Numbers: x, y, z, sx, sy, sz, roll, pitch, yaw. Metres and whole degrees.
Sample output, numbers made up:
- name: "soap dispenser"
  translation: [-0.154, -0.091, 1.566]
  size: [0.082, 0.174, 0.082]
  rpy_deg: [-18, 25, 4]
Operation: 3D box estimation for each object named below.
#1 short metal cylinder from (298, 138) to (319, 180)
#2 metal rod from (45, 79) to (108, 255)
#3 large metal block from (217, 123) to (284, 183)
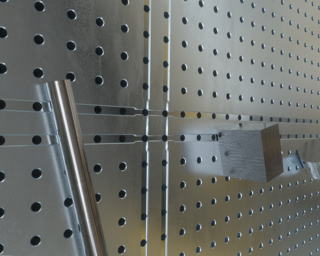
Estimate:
- name: "short metal cylinder"
  translation: [0.350, 0.066, 0.671]
  size: [0.080, 0.080, 0.050]
  rpy_deg: [-46, 118, -30]
- name: "metal rod"
  translation: [-0.080, 0.097, 0.343]
  size: [0.025, 0.025, 0.298]
  rpy_deg: [-17, 101, -39]
- name: "large metal block"
  translation: [0.144, 0.036, 0.498]
  size: [0.050, 0.080, 0.079]
  rpy_deg: [-16, 101, -39]
